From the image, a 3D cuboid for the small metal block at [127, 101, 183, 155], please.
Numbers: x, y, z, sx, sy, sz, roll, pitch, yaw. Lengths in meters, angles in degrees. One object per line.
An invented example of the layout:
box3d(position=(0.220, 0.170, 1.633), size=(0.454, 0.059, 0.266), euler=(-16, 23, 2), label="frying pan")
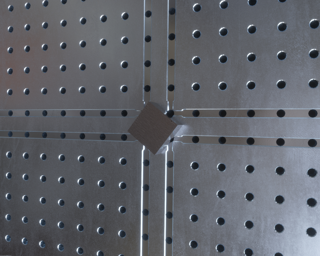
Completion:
box3d(position=(-0.006, 0.000, 0.415), size=(0.050, 0.025, 0.050), euler=(40, 103, 15), label="small metal block")
